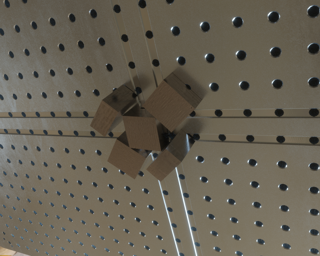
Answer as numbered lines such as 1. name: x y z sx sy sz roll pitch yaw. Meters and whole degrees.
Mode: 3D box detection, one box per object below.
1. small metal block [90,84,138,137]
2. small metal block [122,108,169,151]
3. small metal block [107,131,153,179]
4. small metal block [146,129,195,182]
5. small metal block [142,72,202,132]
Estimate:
1. small metal block: -0.061 -0.023 0.413 0.025 0.050 0.050 37 130 2
2. small metal block: -0.019 0.002 0.422 0.050 0.025 0.050 4 119 27
3. small metal block: -0.044 0.040 0.460 0.050 0.025 0.050 33 128 6
4. small metal block: 0.015 0.036 0.410 0.025 0.050 0.050 41 129 1
5. small metal block: 0.014 -0.031 0.385 0.050 0.025 0.050 42 130 -1
